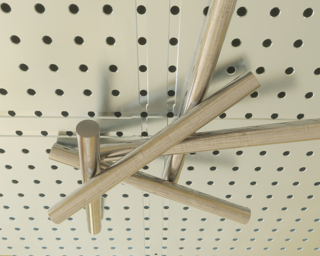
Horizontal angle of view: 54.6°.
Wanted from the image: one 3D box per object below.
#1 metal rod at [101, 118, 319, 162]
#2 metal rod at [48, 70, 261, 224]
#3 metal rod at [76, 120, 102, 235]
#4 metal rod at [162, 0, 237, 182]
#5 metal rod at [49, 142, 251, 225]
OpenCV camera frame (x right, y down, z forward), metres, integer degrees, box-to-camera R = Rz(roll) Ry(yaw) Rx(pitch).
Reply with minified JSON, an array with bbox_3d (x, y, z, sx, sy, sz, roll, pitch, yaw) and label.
[{"bbox_3d":[0.044,0.019,0.391,0.301,0.025,0.025,-7,130,12],"label":"metal rod"},{"bbox_3d":[-0.014,0.028,0.377,0.300,0.025,0.025,-35,123,9],"label":"metal rod"},{"bbox_3d":[-0.099,0.092,0.451,0.025,0.025,0.298,6,141,-5],"label":"metal rod"},{"bbox_3d":[0.038,-0.018,0.395,0.025,0.025,0.298,8,130,-7],"label":"metal rod"},{"bbox_3d":[-0.011,0.083,0.452,0.301,0.025,0.025,20,128,-5],"label":"metal rod"}]
